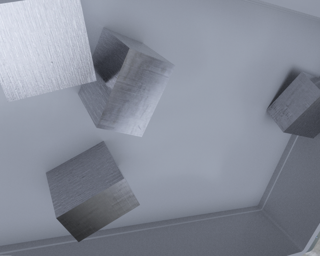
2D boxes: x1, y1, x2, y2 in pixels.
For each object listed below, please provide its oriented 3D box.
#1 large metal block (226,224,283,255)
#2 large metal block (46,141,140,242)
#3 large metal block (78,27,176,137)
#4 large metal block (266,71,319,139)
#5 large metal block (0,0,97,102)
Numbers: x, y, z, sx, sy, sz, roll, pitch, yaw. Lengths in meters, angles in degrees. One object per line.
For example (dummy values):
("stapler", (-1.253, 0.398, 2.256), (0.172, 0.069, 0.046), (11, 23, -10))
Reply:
("large metal block", (0.202, 0.258, 0.665), (0.081, 0.050, 0.079), (5, 116, -31))
("large metal block", (-0.082, 0.073, 0.373), (0.080, 0.080, 0.050), (-30, 128, -10))
("large metal block", (-0.039, -0.049, 0.321), (0.050, 0.080, 0.080), (14, 111, -34))
("large metal block", (0.232, -0.033, 0.484), (0.081, 0.050, 0.080), (9, 131, -32))
("large metal block", (-0.111, -0.079, 0.283), (0.081, 0.050, 0.079), (-18, 126, -18))
